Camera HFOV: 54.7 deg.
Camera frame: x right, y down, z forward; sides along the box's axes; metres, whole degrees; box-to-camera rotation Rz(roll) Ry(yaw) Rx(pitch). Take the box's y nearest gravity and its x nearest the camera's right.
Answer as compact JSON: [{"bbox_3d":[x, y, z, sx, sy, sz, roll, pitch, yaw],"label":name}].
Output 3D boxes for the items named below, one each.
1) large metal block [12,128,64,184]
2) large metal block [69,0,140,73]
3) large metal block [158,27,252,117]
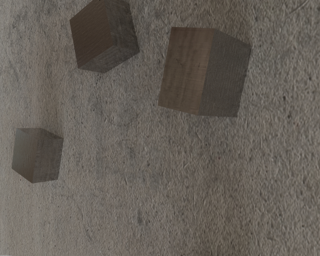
[{"bbox_3d":[-0.229,0.048,0.578,0.080,0.050,0.079,18,102,38],"label":"large metal block"},{"bbox_3d":[-0.083,-0.136,0.457,0.080,0.050,0.080,-20,77,38],"label":"large metal block"},{"bbox_3d":[0.049,-0.056,0.328,0.050,0.081,0.079,17,101,39],"label":"large metal block"}]
